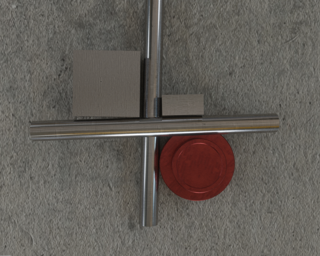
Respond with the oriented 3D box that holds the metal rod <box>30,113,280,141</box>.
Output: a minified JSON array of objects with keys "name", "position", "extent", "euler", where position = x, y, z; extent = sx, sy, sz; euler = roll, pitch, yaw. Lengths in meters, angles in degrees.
[{"name":"metal rod","position":[-0.002,-0.001,0.386],"extent":[0.302,0.025,0.025],"euler":[-2,90,-5]}]

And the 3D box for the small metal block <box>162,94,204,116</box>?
[{"name":"small metal block","position":[0.028,-0.028,0.399],"extent":[0.050,0.050,0.025],"euler":[-1,90,-1]}]

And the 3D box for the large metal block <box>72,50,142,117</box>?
[{"name":"large metal block","position":[-0.064,-0.054,0.397],"extent":[0.081,0.050,0.079],"euler":[1,90,-1]}]

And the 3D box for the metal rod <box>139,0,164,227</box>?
[{"name":"metal rod","position":[-0.011,-0.022,0.411],"extent":[0.025,0.025,0.298],"euler":[2,90,-1]}]

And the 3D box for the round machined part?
[{"name":"round machined part","position":[0.049,0.047,0.402],"extent":[0.099,0.042,0.097],"euler":[0,90,-1]}]
